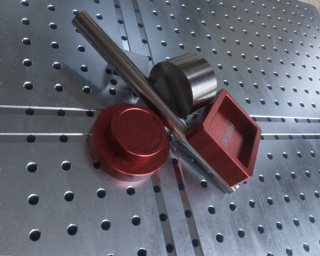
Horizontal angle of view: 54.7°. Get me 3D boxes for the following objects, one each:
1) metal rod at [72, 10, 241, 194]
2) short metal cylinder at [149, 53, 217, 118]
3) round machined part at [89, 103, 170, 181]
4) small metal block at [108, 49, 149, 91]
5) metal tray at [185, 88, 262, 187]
[{"bbox_3d":[-0.001,-0.030,0.405,0.300,0.025,0.025,48,51,-5],"label":"metal rod"},{"bbox_3d":[0.030,-0.058,0.426,0.050,0.080,0.080,-28,78,-38],"label":"short metal cylinder"},{"bbox_3d":[-0.032,0.011,0.374,0.099,0.042,0.098,14,56,-21],"label":"round machined part"},{"bbox_3d":[-0.044,-0.080,0.435,0.050,0.025,0.050,13,56,-22],"label":"small metal block"},{"bbox_3d":[0.093,0.008,0.425,0.090,0.030,0.131,46,35,-6],"label":"metal tray"}]
